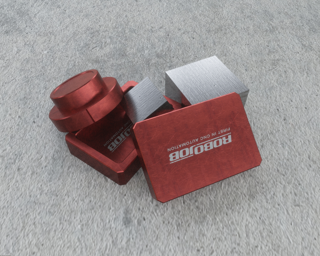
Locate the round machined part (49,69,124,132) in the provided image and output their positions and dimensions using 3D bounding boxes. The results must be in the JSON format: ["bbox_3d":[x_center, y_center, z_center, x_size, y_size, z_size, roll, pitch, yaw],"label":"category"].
[{"bbox_3d":[-0.100,-0.041,0.400,0.098,0.042,0.098,-20,29,12],"label":"round machined part"}]

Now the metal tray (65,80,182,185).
[{"bbox_3d":[-0.042,0.000,0.400,0.090,0.030,0.131,28,55,21],"label":"metal tray"}]

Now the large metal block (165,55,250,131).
[{"bbox_3d":[0.061,-0.047,0.429,0.081,0.050,0.080,-21,53,-17],"label":"large metal block"}]

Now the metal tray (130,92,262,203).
[{"bbox_3d":[0.041,0.020,0.355,0.131,0.030,0.090,-18,89,-14],"label":"metal tray"}]

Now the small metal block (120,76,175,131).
[{"bbox_3d":[-0.018,-0.030,0.400,0.050,0.025,0.050,-39,58,4],"label":"small metal block"}]
